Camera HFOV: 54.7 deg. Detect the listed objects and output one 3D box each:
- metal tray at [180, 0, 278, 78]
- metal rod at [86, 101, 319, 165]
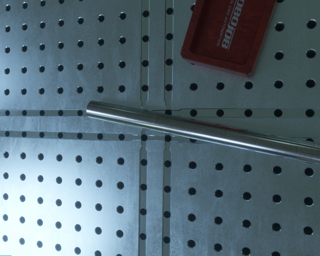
[{"bbox_3d":[0.088,-0.136,0.378,0.090,0.030,0.129,19,96,18],"label":"metal tray"},{"bbox_3d":[0.041,0.001,0.397,0.301,0.025,0.025,12,94,19],"label":"metal rod"}]
